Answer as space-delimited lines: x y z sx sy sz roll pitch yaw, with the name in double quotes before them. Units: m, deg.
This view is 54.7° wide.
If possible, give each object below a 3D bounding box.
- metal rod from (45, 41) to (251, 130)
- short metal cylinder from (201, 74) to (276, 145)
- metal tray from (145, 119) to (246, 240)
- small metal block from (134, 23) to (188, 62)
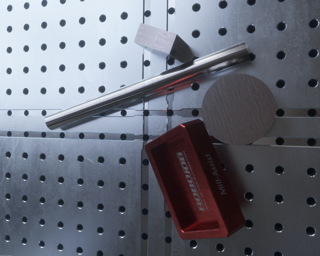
"metal rod" -0.030 -0.051 0.422 0.300 0.025 0.025 -17 84 19
"short metal cylinder" 0.094 -0.021 0.366 0.080 0.050 0.079 0 90 20
"metal tray" 0.037 0.065 0.372 0.090 0.030 0.129 -32 78 52
"small metal block" 0.002 -0.109 0.398 0.050 0.050 0.025 23 98 18
